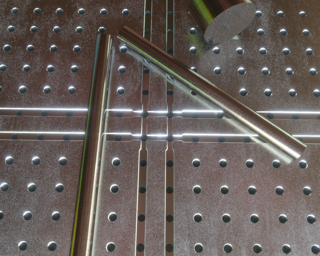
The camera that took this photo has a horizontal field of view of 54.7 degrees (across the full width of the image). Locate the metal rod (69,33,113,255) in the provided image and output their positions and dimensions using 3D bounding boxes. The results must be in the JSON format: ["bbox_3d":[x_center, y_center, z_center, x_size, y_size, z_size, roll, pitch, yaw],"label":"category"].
[{"bbox_3d":[-0.087,0.008,0.408,0.025,0.025,0.299,2,70,0],"label":"metal rod"}]

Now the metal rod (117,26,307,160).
[{"bbox_3d":[0.063,-0.055,0.431,0.300,0.025,0.025,36,74,12],"label":"metal rod"}]

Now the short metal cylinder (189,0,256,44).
[{"bbox_3d":[0.089,-0.167,0.444,0.080,0.080,0.050,-22,72,-8],"label":"short metal cylinder"}]
